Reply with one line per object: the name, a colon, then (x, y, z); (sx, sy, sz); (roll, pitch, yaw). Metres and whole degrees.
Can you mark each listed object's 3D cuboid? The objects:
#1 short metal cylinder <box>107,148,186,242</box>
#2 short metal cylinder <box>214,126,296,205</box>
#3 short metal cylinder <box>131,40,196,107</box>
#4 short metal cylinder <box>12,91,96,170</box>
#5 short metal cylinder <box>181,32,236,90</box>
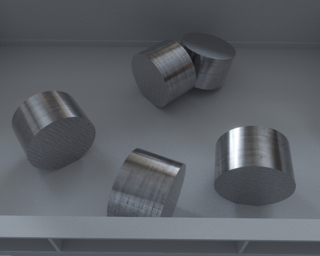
short metal cylinder: (-0.011, 0.066, 0.314); (0.050, 0.080, 0.080); (18, 52, 14)
short metal cylinder: (0.100, 0.042, 0.334); (0.080, 0.080, 0.050); (6, 51, 5)
short metal cylinder: (0.004, -0.076, 0.433); (0.050, 0.080, 0.080); (-33, 57, -24)
short metal cylinder: (-0.124, 0.003, 0.366); (0.081, 0.080, 0.050); (-28, 56, -22)
short metal cylinder: (0.065, -0.101, 0.461); (0.081, 0.050, 0.080); (9, 40, -8)
